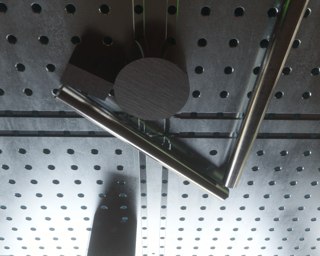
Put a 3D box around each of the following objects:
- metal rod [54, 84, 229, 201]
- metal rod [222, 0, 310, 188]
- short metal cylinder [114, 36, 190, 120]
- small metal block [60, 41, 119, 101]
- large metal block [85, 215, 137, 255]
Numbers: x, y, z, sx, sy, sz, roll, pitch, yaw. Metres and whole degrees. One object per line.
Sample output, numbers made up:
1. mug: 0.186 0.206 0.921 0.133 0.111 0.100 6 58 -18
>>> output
1. metal rod: -0.008 0.031 0.437 0.301 0.025 0.025 34 122 -26
2. metal rod: 0.123 -0.028 0.389 0.025 0.025 0.298 4 130 -4
3. short metal cylinder: -0.009 -0.055 0.348 0.081 0.050 0.079 -1 130 0
4. small metal block: -0.076 -0.063 0.341 0.050 0.050 0.025 24 126 -19
5. large metal block: -0.088 0.211 0.554 0.081 0.080 0.050 13 129 -12
